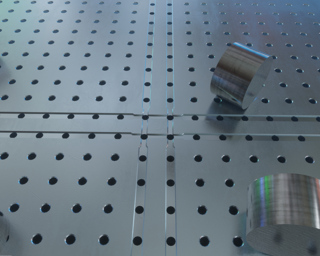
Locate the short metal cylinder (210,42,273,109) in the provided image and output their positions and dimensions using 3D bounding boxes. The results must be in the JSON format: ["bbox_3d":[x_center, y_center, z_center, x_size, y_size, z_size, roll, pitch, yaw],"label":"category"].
[{"bbox_3d":[0.114,-0.073,0.434,0.050,0.080,0.080,32,57,24],"label":"short metal cylinder"}]

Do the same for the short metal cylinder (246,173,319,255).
[{"bbox_3d":[0.125,0.087,0.300,0.080,0.080,0.050,8,51,7],"label":"short metal cylinder"}]

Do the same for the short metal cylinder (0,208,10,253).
[{"bbox_3d":[-0.200,0.100,0.306,0.081,0.050,0.080,0,50,0],"label":"short metal cylinder"}]
